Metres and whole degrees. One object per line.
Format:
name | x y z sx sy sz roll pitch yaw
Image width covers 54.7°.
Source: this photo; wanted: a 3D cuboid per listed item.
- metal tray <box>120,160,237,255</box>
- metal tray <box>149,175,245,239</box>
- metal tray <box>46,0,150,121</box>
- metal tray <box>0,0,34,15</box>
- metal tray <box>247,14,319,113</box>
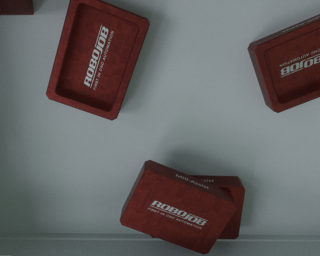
metal tray | 0.023 0.108 0.416 0.131 0.030 0.089 23 108 -8
metal tray | 0.051 0.115 0.452 0.131 0.030 0.089 1 110 -1
metal tray | -0.075 -0.084 0.376 0.091 0.030 0.129 19 109 -7
metal tray | -0.215 -0.136 0.324 0.131 0.090 0.030 2 110 -1
metal tray | 0.185 -0.084 0.378 0.130 0.030 0.090 -22 109 7
